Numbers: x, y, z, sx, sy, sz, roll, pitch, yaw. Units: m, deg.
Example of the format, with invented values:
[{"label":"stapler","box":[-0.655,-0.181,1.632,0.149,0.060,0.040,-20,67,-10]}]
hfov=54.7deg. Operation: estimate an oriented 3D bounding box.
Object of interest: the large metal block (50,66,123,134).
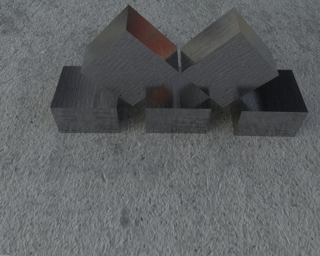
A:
[{"label":"large metal block","box":[-0.093,-0.039,0.420,0.081,0.050,0.080,0,50,0]}]

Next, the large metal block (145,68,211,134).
[{"label":"large metal block","box":[0.023,-0.038,0.421,0.081,0.050,0.080,1,50,0]}]

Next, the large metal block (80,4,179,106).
[{"label":"large metal block","box":[-0.035,-0.083,0.374,0.080,0.080,0.050,32,40,-34]}]

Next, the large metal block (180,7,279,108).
[{"label":"large metal block","box":[0.082,-0.082,0.377,0.080,0.080,0.050,-32,40,33]}]

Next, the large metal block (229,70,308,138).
[{"label":"large metal block","box":[0.140,-0.034,0.420,0.081,0.050,0.080,1,50,0]}]
